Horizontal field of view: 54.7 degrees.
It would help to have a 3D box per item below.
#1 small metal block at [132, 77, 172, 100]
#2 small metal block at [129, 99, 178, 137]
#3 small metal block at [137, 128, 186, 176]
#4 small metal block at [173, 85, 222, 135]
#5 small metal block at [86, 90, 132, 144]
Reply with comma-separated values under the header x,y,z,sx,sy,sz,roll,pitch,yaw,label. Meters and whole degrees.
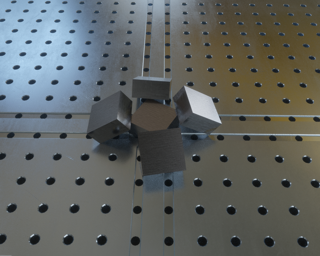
x,y,z,sx,sy,sz,roll,pitch,yaw,label
-0.010,-0.057,0.439,0.050,0.025,0.050,5,14,4,small metal block
-0.008,-0.008,0.413,0.050,0.025,0.050,25,54,19,small metal block
0.001,0.028,0.368,0.050,0.025,0.050,-7,86,-6,small metal block
0.049,-0.023,0.412,0.050,0.025,0.050,18,41,-32,small metal block
-0.065,-0.014,0.404,0.050,0.025,0.050,-24,45,25,small metal block
